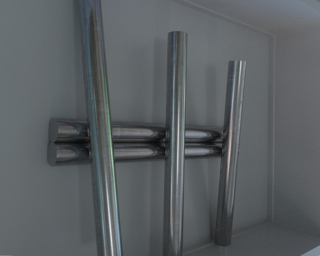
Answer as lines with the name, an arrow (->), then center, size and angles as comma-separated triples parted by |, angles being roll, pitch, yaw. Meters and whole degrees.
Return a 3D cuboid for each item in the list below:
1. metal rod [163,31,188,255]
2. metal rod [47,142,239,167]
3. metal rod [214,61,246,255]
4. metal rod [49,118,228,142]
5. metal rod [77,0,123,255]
metal rod -> 0.019, 0.030, 0.391 | 0.025, 0.025, 0.298 | 2, 89, -40
metal rod -> 0.006, 0.031, 0.412 | 0.302, 0.025, 0.025 | 2, 89, -40
metal rod -> 0.104, 0.052, 0.466 | 0.025, 0.025, 0.298 | -5, 102, -40
metal rod -> 0.007, 0.007, 0.413 | 0.302, 0.025, 0.025 | 2, 89, -40
metal rod -> -0.064, -0.013, 0.322 | 0.025, 0.025, 0.298 | -1, 83, -40
